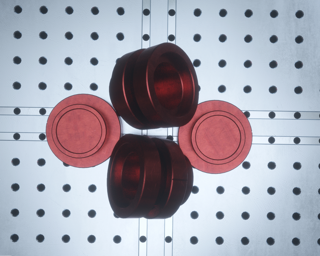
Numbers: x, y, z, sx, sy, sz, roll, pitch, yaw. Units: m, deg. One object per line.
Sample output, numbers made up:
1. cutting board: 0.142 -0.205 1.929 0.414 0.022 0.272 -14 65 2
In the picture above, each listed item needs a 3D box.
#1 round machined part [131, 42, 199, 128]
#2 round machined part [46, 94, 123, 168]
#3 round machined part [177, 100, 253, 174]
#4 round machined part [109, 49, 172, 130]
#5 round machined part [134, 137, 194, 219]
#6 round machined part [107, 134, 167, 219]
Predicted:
1. round machined part: 0.002 -0.048 0.370 0.042 0.099 0.097 -6 90 40
2. round machined part: -0.100 0.004 0.404 0.099 0.042 0.097 0 90 0
3. round machined part: 0.073 0.012 0.405 0.099 0.042 0.097 0 90 0
4. round machined part: -0.025 -0.046 0.388 0.042 0.099 0.097 -6 90 40
5. round machined part: 0.005 0.063 0.386 0.042 0.098 0.098 10 90 -32
6. round machined part: -0.024 0.058 0.372 0.042 0.098 0.098 10 90 -32
